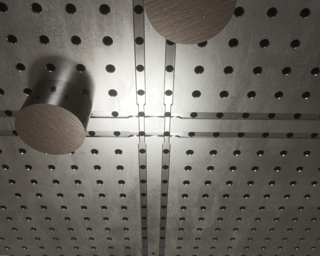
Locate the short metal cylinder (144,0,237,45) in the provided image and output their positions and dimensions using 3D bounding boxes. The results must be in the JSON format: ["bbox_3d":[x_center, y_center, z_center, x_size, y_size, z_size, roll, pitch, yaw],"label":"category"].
[{"bbox_3d":[0.027,-0.126,0.288,0.081,0.050,0.079,0,130,0],"label":"short metal cylinder"}]

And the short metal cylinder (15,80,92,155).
[{"bbox_3d":[-0.129,-0.013,0.383,0.081,0.050,0.079,0,130,0],"label":"short metal cylinder"}]
